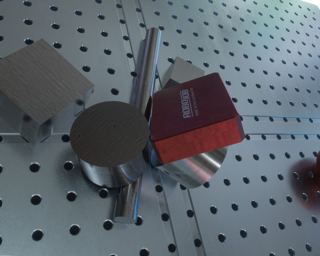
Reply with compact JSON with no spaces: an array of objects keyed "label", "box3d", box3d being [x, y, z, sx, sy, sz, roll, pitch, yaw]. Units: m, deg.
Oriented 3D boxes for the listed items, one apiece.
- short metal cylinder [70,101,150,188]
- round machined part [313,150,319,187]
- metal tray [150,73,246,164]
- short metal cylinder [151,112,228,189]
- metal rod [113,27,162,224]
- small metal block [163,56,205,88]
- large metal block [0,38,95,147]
[{"label":"short metal cylinder","box3d":[-0.051,0.017,0.336,0.081,0.050,0.080,0,56,0]},{"label":"round machined part","box3d":[0.294,0.077,0.509,0.099,0.042,0.098,14,56,-21]},{"label":"metal tray","box3d":[0.038,-0.018,0.360,0.130,0.090,0.030,-89,160,-61]},{"label":"short metal cylinder","box3d":[0.034,0.025,0.371,0.050,0.080,0.080,37,50,-19]},{"label":"metal rod","box3d":[-0.023,-0.026,0.411,0.025,0.025,0.300,19,54,-18]},{"label":"small metal block","box3d":[0.037,-0.074,0.474,0.050,0.025,0.050,26,53,-13]},{"label":"large metal block","box3d":[-0.135,-0.040,0.344,0.080,0.050,0.080,42,51,1]}]
